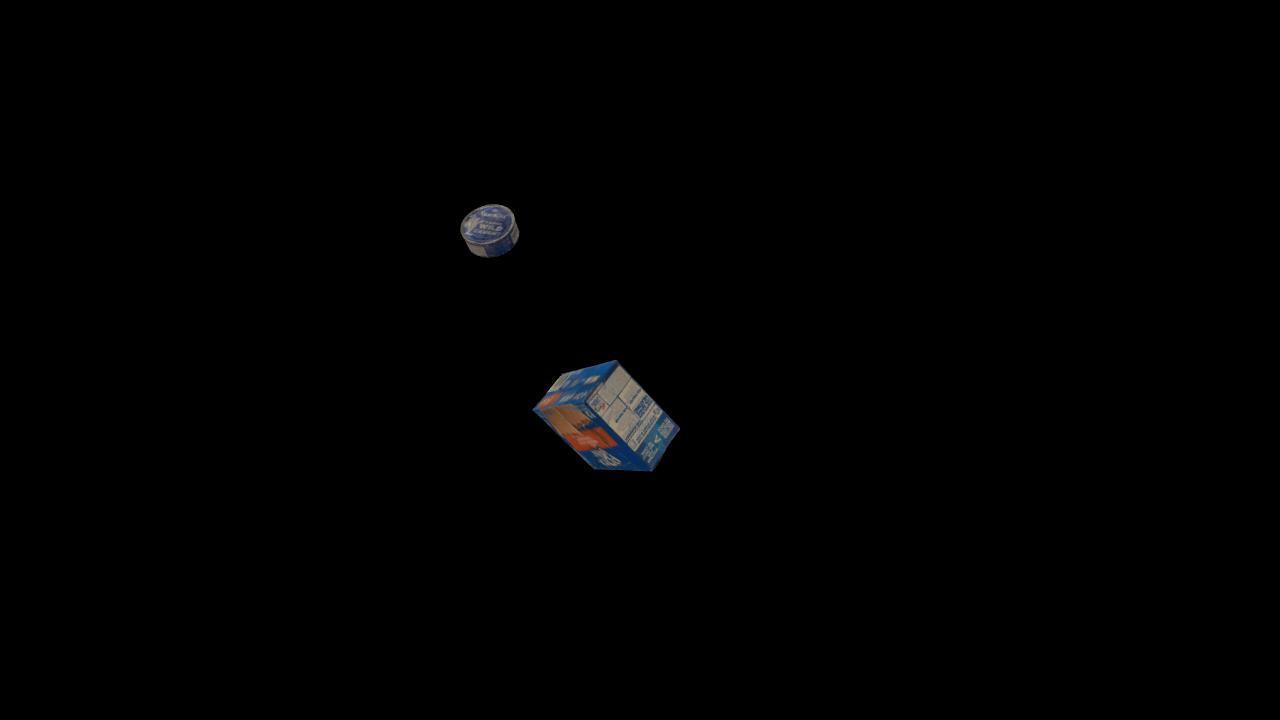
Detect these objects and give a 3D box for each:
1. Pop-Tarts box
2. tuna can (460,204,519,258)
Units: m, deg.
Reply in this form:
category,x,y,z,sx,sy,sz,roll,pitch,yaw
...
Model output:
category,x,y,z,sx,sy,sz,roll,pitch,yaw
Pop-Tarts box,-0.052,0.085,0.887,0.141,0.083,0.167,47,-28,-18
tuna can,-0.228,-0.197,0.940,0.084,0.084,0.034,0,-33,8
